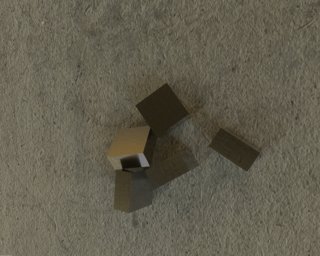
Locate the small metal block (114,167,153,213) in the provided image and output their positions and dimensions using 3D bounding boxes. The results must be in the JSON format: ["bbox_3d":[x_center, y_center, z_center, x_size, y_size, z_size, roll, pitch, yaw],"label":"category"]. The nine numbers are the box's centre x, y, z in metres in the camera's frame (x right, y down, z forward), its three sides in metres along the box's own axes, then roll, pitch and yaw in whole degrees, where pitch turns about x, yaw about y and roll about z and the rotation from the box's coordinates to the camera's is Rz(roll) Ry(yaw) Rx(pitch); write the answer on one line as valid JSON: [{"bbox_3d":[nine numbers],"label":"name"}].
[{"bbox_3d":[-0.033,0.078,0.405,0.025,0.050,0.050,5,93,32],"label":"small metal block"}]

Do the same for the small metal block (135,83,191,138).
[{"bbox_3d":[0.005,-0.022,0.404,0.050,0.025,0.050,-36,79,7],"label":"small metal block"}]

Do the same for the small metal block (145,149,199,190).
[{"bbox_3d":[0.016,0.051,0.390,0.050,0.050,0.025,-31,80,17],"label":"small metal block"}]

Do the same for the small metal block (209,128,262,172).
[{"bbox_3d":[0.090,0.023,0.364,0.050,0.050,0.025,35,101,16],"label":"small metal block"}]

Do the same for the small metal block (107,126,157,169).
[{"bbox_3d":[-0.035,0.025,0.406,0.050,0.050,0.025,-8,130,20],"label":"small metal block"}]
